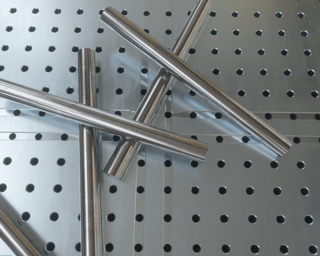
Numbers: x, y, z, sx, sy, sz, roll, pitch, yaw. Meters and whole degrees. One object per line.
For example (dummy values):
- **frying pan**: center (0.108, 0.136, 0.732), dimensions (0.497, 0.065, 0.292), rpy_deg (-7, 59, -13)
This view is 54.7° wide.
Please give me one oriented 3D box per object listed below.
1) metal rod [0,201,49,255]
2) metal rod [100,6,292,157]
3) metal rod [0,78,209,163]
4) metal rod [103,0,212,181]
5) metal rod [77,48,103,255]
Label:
- **metal rod**: center (-0.208, 0.093, 0.375), dimensions (0.300, 0.025, 0.025), rpy_deg (41, 75, 13)
- **metal rod**: center (0.045, -0.064, 0.413), dimensions (0.300, 0.025, 0.025), rpy_deg (38, 74, 4)
- **metal rod**: center (-0.088, -0.015, 0.388), dimensions (0.301, 0.025, 0.025), rpy_deg (18, 71, 6)
- **metal rod**: center (0.005, -0.066, 0.435), dimensions (0.025, 0.025, 0.300), rpy_deg (25, 72, 8)
- **metal rod**: center (-0.091, 0.031, 0.399), dimensions (0.025, 0.025, 0.299), rpy_deg (-6, 70, -2)
